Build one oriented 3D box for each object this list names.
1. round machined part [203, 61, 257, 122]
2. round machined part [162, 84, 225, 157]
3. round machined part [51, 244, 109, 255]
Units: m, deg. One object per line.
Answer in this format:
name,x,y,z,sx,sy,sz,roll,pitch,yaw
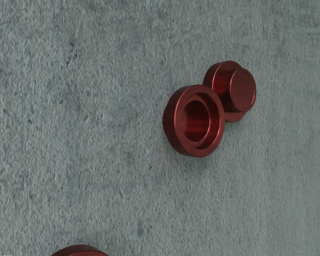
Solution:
round machined part,0.116,-0.058,0.490,0.099,0.042,0.097,0,90,-40
round machined part,0.042,-0.010,0.429,0.099,0.042,0.097,0,90,-40
round machined part,-0.092,0.169,0.317,0.099,0.042,0.097,0,90,-40
